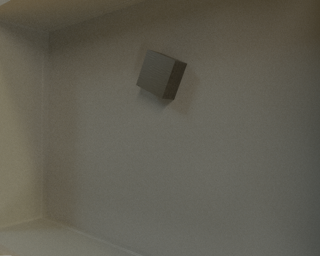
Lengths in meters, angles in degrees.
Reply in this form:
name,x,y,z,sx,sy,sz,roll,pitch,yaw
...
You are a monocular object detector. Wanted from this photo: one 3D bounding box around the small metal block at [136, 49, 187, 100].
name,x,y,z,sx,sy,sz,roll,pitch,yaw
small metal block,0.001,-0.070,0.407,0.050,0.025,0.050,31,109,35
